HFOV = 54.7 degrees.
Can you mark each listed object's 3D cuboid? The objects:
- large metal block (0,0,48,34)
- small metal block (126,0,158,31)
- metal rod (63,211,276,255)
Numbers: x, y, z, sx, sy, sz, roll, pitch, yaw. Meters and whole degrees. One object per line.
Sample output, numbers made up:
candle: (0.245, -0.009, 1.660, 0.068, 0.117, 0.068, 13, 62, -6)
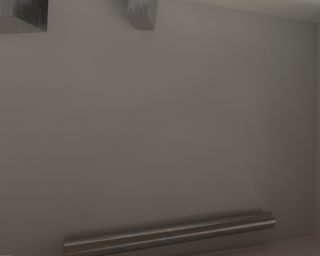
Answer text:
large metal block: (-0.164, -0.143, 0.316, 0.080, 0.050, 0.079, 3, 90, 16)
small metal block: (-0.020, -0.156, 0.387, 0.025, 0.050, 0.050, 7, 89, 8)
metal rod: (0.027, 0.144, 0.421, 0.303, 0.025, 0.025, -1, 91, -21)
